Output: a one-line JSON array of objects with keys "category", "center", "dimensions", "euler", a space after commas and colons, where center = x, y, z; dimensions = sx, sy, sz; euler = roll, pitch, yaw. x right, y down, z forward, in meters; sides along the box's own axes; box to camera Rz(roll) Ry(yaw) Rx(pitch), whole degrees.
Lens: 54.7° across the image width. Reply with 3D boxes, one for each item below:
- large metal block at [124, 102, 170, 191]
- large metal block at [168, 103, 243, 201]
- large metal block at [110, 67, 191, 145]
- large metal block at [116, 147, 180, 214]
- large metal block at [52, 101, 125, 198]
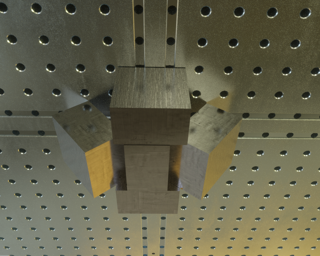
[{"category": "large metal block", "center": [-0.015, 0.023, 0.394], "dimensions": [0.050, 0.080, 0.079], "euler": [1, 130, -1]}, {"category": "large metal block", "center": [0.055, 0.028, 0.389], "dimensions": [0.050, 0.080, 0.079], "euler": [27, 136, 27]}, {"category": "large metal block", "center": [-0.010, -0.027, 0.351], "dimensions": [0.081, 0.080, 0.050], "euler": [1, 130, -1]}, {"category": "large metal block", "center": [-0.016, 0.072, 0.435], "dimensions": [0.081, 0.080, 0.050], "euler": [1, 130, -1]}, {"category": "large metal block", "center": [-0.086, 0.025, 0.388], "dimensions": [0.050, 0.080, 0.079], "euler": [-28, 139, -30]}]
